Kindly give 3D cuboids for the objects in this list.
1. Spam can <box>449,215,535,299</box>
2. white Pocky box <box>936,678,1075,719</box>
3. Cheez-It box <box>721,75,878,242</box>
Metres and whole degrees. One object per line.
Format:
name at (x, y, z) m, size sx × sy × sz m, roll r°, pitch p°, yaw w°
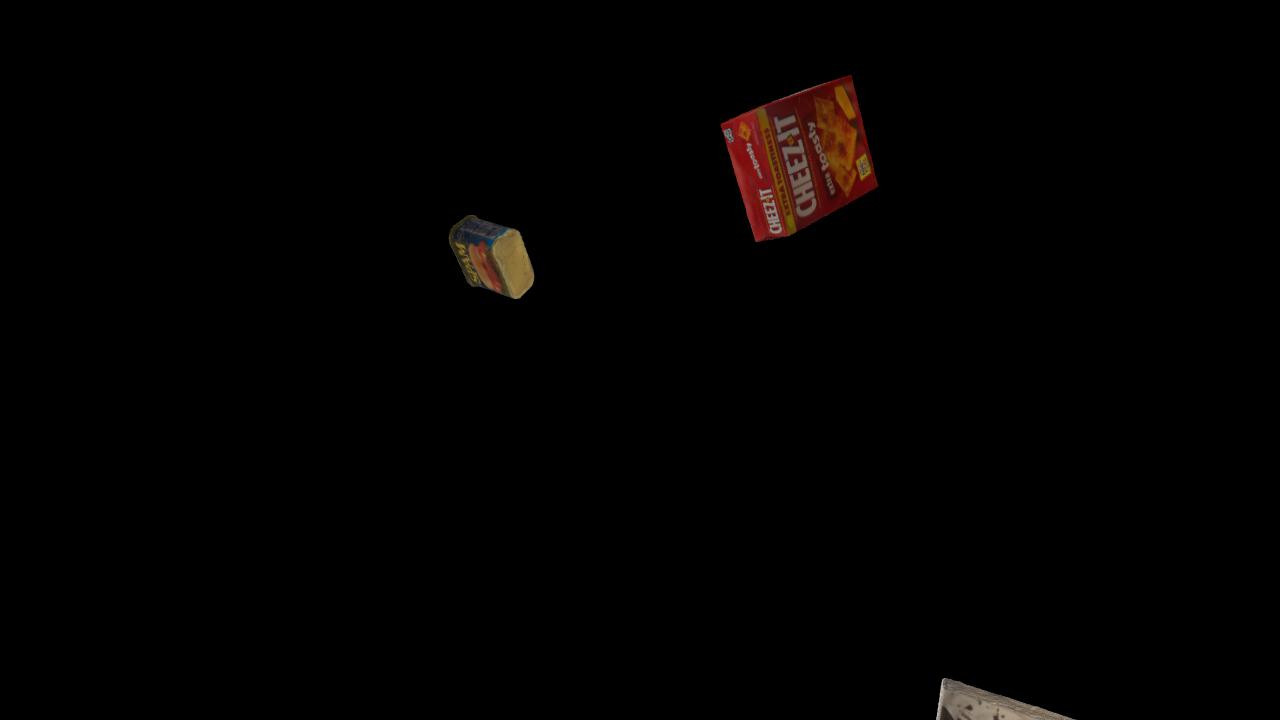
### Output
Spam can at (-0.198, -0.138, 0.836) m, size 0.085 × 0.101 × 0.058 m, roll 20°, pitch 54°, yaw 29°
white Pocky box at (0.294, 0.297, 0.439) m, size 0.154 × 0.084 × 0.028 m, roll 8°, pitch -1°, yaw 27°
Cheez-It box at (0.226, -0.281, 0.851) m, size 0.223 × 0.166 × 0.071 m, roll -31°, pitch 19°, yaw -31°
